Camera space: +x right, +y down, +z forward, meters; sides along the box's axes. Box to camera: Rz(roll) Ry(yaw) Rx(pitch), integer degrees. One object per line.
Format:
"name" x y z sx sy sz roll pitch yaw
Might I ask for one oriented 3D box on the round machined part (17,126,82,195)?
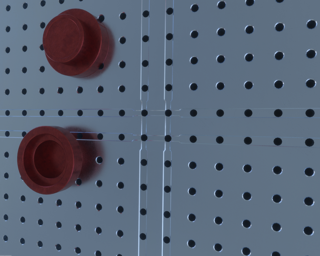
"round machined part" -0.156 0.045 0.457 0.098 0.042 0.097 0 90 19

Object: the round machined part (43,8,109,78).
"round machined part" -0.128 -0.124 0.447 0.098 0.042 0.097 0 90 19
